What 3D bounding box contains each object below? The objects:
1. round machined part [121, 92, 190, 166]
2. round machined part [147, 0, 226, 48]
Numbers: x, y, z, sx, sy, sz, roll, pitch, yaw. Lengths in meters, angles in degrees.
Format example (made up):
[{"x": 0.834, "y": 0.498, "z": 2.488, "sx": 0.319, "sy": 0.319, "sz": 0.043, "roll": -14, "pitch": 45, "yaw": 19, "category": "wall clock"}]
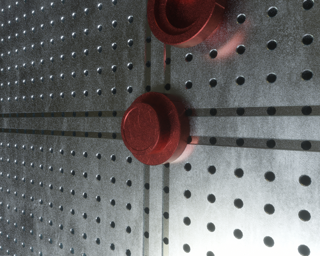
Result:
[{"x": -0.013, "y": 0.001, "z": 0.407, "sx": 0.098, "sy": 0.042, "sz": 0.097, "roll": 0, "pitch": 90, "yaw": 39, "category": "round machined part"}, {"x": 0.035, "y": -0.144, "z": 0.368, "sx": 0.098, "sy": 0.042, "sz": 0.097, "roll": 0, "pitch": 90, "yaw": 39, "category": "round machined part"}]
